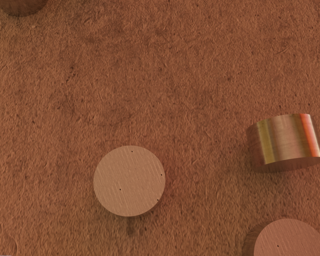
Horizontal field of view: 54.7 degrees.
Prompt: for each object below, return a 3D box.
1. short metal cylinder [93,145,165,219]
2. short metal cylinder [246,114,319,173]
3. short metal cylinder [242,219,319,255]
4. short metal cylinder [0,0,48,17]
[{"bbox_3d":[-0.034,0.066,0.370,0.081,0.050,0.080,0,70,0],"label":"short metal cylinder"},{"bbox_3d":[0.149,0.021,0.372,0.081,0.080,0.050,-5,70,-2],"label":"short metal cylinder"},{"bbox_3d":[0.137,0.143,0.343,0.081,0.050,0.080,0,70,0],"label":"short metal cylinder"},{"bbox_3d":[-0.219,-0.219,0.473,0.081,0.050,0.080,0,70,0],"label":"short metal cylinder"}]
